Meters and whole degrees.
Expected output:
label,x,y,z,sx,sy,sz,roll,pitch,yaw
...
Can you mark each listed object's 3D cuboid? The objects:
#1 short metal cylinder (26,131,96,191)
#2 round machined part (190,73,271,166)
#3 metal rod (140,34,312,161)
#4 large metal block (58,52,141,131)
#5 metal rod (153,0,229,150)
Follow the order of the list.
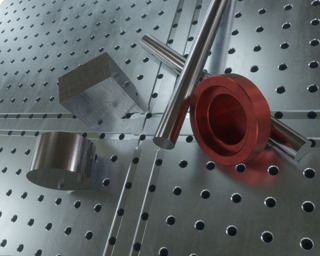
label,x,y,z,sx,sy,sz,roll,pitch,yaw
short metal cylinder,-0.128,0.046,0.410,0.080,0.080,0.050,-12,57,21
round machined part,0.080,-0.011,0.339,0.042,0.097,0.098,-14,42,-33
metal rod,0.063,-0.058,0.410,0.025,0.025,0.300,-44,51,-2
large metal block,-0.086,-0.049,0.447,0.080,0.080,0.050,-25,53,12
metal rod,0.054,-0.102,0.413,0.025,0.025,0.300,3,54,29
